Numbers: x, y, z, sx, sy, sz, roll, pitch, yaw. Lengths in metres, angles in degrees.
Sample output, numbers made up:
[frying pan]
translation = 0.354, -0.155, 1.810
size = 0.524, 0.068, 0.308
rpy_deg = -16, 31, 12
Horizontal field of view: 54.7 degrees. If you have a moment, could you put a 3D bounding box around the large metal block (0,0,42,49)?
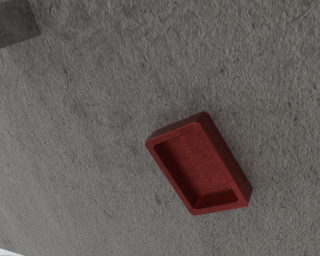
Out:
[large metal block]
translation = -0.222, -0.131, 0.407
size = 0.080, 0.080, 0.050
rpy_deg = -2, 118, 29

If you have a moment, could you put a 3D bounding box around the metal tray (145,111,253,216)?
[metal tray]
translation = 0.051, 0.051, 0.408
size = 0.090, 0.030, 0.130
rpy_deg = -23, 107, 36
